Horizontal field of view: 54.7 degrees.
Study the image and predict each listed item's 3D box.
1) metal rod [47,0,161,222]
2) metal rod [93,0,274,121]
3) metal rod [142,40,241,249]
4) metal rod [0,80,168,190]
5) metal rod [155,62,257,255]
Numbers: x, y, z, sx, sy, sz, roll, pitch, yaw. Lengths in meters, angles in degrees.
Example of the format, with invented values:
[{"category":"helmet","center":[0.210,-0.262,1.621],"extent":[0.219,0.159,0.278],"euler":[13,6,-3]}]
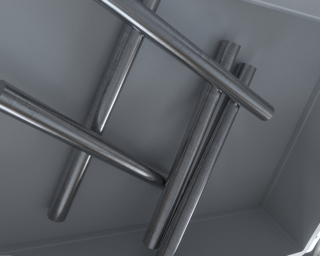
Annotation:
[{"category":"metal rod","center":[-0.072,-0.013,0.361],"extent":[0.025,0.025,0.298],"euler":[14,111,-34]},{"category":"metal rod","center":[0.036,-0.078,0.342],"extent":[0.301,0.025,0.025],"euler":[27,103,-35]},{"category":"metal rod","center":[0.039,0.030,0.419],"extent":[0.025,0.025,0.298],"euler":[14,103,-34]},{"category":"metal rod","center":[-0.056,0.032,0.368],"extent":[0.025,0.025,0.301],"euler":[-47,138,5]},{"category":"metal rod","center":[0.061,0.053,0.430],"extent":[0.025,0.025,0.299],"euler":[21,93,-36]}]
